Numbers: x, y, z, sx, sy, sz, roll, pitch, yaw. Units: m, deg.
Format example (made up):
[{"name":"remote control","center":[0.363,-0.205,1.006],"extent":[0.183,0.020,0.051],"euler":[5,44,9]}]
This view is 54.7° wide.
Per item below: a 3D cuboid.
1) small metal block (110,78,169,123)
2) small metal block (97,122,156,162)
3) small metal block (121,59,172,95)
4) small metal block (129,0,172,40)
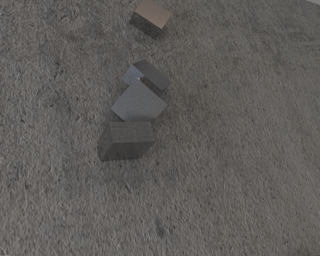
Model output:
[{"name":"small metal block","center":[-0.025,-0.027,0.389],"extent":[0.050,0.050,0.025],"euler":[41,9,-1]},{"name":"small metal block","center":[-0.040,0.016,0.356],"extent":[0.050,0.050,0.025],"euler":[-1,63,-29]},{"name":"small metal block","center":[-0.017,-0.065,0.422],"extent":[0.050,0.025,0.050],"euler":[42,27,0]},{"name":"small metal block","center":[-0.015,-0.179,0.505],"extent":[0.050,0.025,0.050],"euler":[32,52,-8]}]
